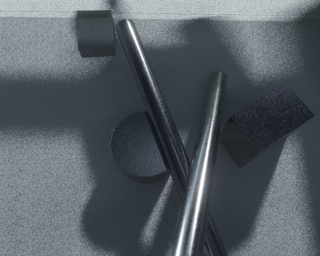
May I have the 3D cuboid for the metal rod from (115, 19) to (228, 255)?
[{"bbox_3d":[0.005,-0.001,0.357,0.025,0.025,0.299,-19,71,-7],"label":"metal rod"}]

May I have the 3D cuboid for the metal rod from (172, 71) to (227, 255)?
[{"bbox_3d":[0.048,0.032,0.333,0.025,0.025,0.301,14,45,5],"label":"metal rod"}]

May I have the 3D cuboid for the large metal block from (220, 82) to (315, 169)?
[{"bbox_3d":[0.125,0.000,0.382,0.080,0.080,0.050,-31,73,-11],"label":"large metal block"}]

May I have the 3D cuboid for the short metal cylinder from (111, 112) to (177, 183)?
[{"bbox_3d":[-0.017,0.026,0.387,0.081,0.050,0.080,0,70,-1],"label":"short metal cylinder"}]

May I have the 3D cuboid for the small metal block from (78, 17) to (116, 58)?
[{"bbox_3d":[-0.093,-0.133,0.457,0.050,0.025,0.050,-4,70,-2],"label":"small metal block"}]
